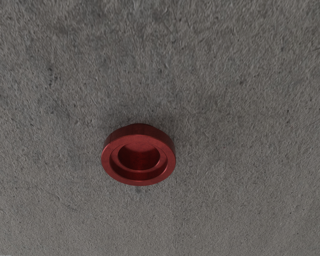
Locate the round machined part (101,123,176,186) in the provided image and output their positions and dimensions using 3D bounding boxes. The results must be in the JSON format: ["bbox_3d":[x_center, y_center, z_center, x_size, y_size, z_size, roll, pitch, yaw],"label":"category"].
[{"bbox_3d":[-0.028,0.032,0.423,0.099,0.042,0.097,0,130,0],"label":"round machined part"}]
